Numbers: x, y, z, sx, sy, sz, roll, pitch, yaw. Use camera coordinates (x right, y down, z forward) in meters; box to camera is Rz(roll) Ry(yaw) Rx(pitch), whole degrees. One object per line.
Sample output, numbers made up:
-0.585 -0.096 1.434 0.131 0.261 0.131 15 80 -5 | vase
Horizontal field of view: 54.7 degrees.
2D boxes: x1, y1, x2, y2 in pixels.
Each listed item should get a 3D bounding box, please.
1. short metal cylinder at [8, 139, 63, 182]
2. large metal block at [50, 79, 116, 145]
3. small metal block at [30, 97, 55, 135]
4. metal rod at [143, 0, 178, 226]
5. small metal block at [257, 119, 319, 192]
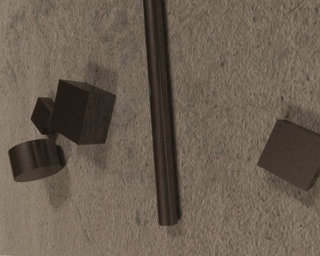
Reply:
-0.219 0.058 0.547 0.080 0.081 0.050 -32 71 35 | short metal cylinder
-0.122 -0.026 0.487 0.080 0.050 0.079 24 105 37 | large metal block
-0.211 -0.023 0.576 0.050 0.025 0.050 43 116 31 | small metal block
0.000 -0.027 0.403 0.025 0.025 0.298 -7 86 39 | metal rod
0.130 0.024 0.297 0.050 0.025 0.050 30 109 35 | small metal block
